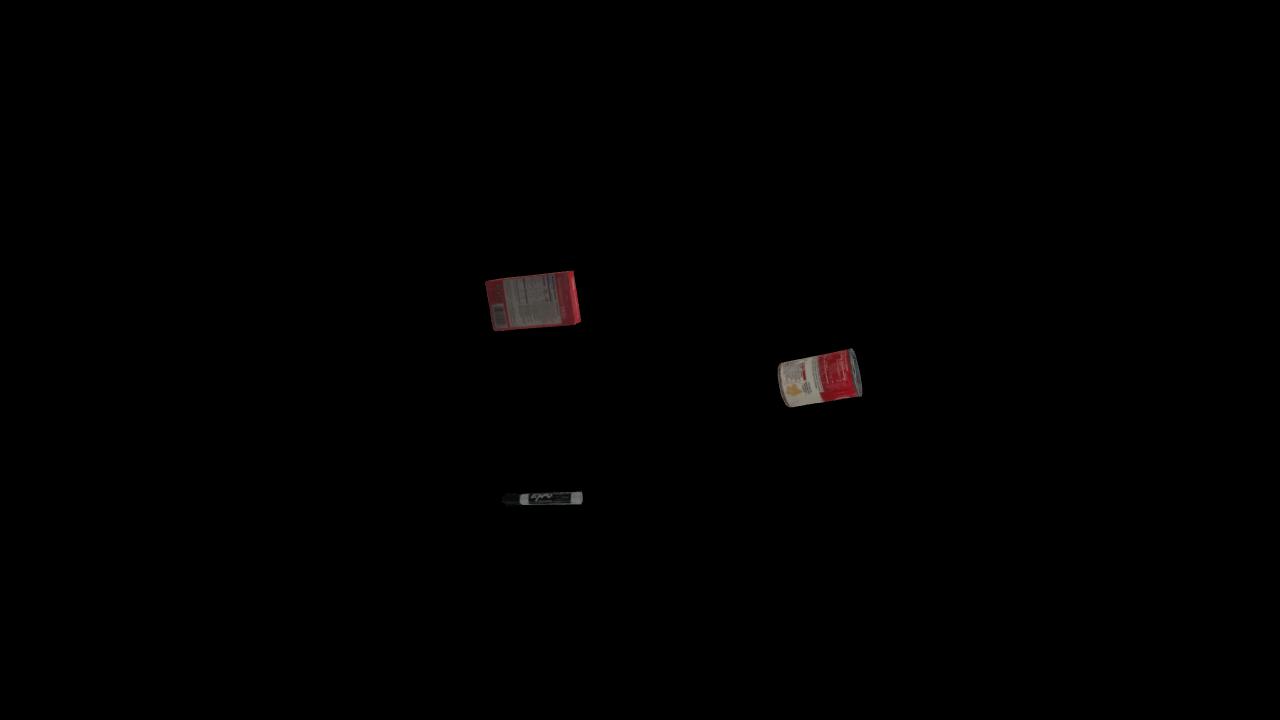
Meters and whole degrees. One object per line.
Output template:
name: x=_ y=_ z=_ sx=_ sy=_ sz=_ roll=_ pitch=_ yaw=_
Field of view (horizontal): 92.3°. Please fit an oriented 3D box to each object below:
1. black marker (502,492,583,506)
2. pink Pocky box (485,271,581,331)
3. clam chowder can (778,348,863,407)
black marker: x=-0.147 y=0.209 z=0.924 sx=0.121 sy=0.020 sz=0.020 roll=-2 pitch=0 yaw=4
pink Pocky box: x=-0.172 y=-0.094 z=0.988 sx=0.155 sy=0.084 sz=0.029 roll=-3 pitch=12 yaw=23
clam chowder can: x=0.252 y=0.026 z=0.862 sx=0.102 sy=0.068 sz=0.068 roll=-12 pitch=-5 yaw=25
